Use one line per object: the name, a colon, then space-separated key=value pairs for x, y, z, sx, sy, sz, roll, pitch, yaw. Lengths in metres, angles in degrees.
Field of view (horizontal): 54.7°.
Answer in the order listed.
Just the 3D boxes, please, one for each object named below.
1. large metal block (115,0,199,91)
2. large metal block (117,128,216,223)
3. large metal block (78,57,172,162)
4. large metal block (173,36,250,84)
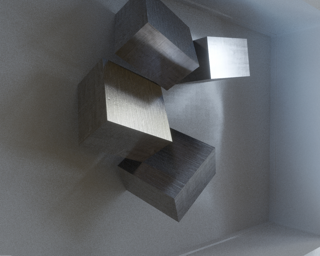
large metal block: x=-0.005 y=-0.104 z=0.362 sx=0.080 sy=0.050 sz=0.080 roll=31 pitch=37 yaw=-36
large metal block: x=0.011 y=0.050 z=0.371 sx=0.080 sy=0.080 sz=0.050 roll=-46 pitch=144 yaw=-30
large metal block: x=-0.039 y=-0.017 z=0.335 sx=0.080 sy=0.050 sz=0.080 roll=20 pitch=46 yaw=-38
large metal block: x=0.063 y=-0.090 z=0.423 sx=0.081 sy=0.080 sz=0.050 roll=-11 pitch=97 yaw=-40
